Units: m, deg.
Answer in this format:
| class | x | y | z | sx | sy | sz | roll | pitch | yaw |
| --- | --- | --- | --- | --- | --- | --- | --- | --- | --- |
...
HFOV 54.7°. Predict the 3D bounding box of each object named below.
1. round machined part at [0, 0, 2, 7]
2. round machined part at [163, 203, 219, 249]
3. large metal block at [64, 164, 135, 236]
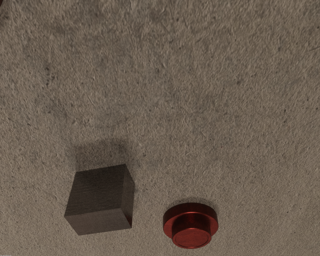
| class | x | y | z | sx | sy | sz | roll | pitch | yaw |
| --- | --- | --- | --- | --- | --- | --- | --- | --- | --- |
| round machined part | -0.200 | -0.135 | 0.278 | 0.099 | 0.042 | 0.097 | -1 | 130 | 0 |
| round machined part | 0.055 | 0.179 | 0.549 | 0.099 | 0.042 | 0.097 | -1 | 130 | 0 |
| large metal block | -0.085 | 0.105 | 0.460 | 0.080 | 0.080 | 0.050 | -10 | 130 | 8 |
